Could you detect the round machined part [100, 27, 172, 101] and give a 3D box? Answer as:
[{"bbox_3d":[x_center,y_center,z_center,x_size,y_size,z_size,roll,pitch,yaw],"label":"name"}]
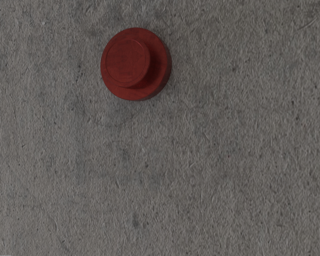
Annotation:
[{"bbox_3d":[-0.037,-0.086,0.414,0.098,0.042,0.097,0,90,20],"label":"round machined part"}]
